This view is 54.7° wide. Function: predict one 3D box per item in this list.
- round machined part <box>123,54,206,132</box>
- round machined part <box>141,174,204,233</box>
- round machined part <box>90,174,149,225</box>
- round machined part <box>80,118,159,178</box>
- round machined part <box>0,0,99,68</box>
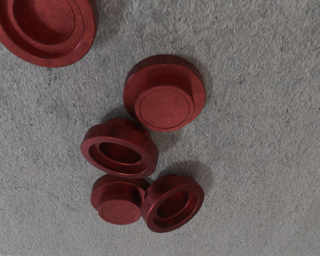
[{"bbox_3d":[0.005,-0.034,0.367,0.099,0.042,0.097,0,130,0],"label":"round machined part"},{"bbox_3d":[0.015,0.110,0.472,0.099,0.042,0.097,-17,130,-22],"label":"round machined part"},{"bbox_3d":[-0.062,0.119,0.497,0.099,0.042,0.097,0,130,0],"label":"round machined part"},{"bbox_3d":[-0.049,0.024,0.403,0.098,0.042,0.098,10,144,7],"label":"round machined part"},{"bbox_3d":[-0.109,-0.112,0.300,0.099,0.042,0.097,0,130,0],"label":"round machined part"}]
